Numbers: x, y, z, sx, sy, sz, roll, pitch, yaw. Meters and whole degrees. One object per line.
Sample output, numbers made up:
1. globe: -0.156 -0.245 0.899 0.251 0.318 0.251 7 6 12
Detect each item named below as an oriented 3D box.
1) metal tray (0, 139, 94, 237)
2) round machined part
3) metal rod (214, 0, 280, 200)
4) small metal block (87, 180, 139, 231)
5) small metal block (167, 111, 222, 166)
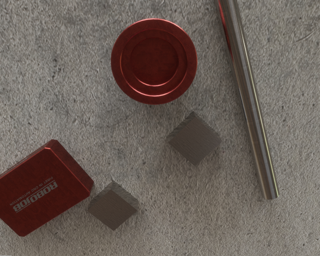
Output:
1. metal tray: -0.172 0.086 0.437 0.130 0.030 0.090 -33 107 11
2. round machined part: -0.007 -0.080 0.371 0.099 0.042 0.097 0 110 -1
3. metal rod: 0.114 -0.037 0.397 0.025 0.025 0.298 -17 110 6
4. small metal block: -0.068 0.113 0.451 0.050 0.025 0.050 43 104 -15
5. small metal block: 0.046 0.014 0.416 0.050 0.025 0.050 42 104 -14
